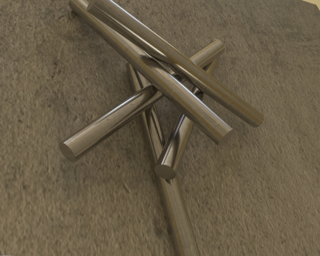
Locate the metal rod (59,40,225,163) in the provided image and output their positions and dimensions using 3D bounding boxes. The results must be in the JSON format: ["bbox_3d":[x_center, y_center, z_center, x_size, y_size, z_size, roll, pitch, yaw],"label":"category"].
[{"bbox_3d":[-0.001,-0.052,0.402,0.025,0.025,0.302,47,53,4],"label":"metal rod"}]

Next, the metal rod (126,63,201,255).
[{"bbox_3d":[0.003,0.041,0.381,0.025,0.025,0.299,-2,63,-30],"label":"metal rod"}]

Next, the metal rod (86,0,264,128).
[{"bbox_3d":[0.041,-0.073,0.407,0.301,0.025,0.025,29,50,-32],"label":"metal rod"}]

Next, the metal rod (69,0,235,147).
[{"bbox_3d":[-0.026,-0.086,0.391,0.025,0.025,0.300,-25,59,-37],"label":"metal rod"}]

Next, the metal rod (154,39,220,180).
[{"bbox_3d":[0.053,-0.049,0.445,0.025,0.025,0.301,33,46,-7],"label":"metal rod"}]
